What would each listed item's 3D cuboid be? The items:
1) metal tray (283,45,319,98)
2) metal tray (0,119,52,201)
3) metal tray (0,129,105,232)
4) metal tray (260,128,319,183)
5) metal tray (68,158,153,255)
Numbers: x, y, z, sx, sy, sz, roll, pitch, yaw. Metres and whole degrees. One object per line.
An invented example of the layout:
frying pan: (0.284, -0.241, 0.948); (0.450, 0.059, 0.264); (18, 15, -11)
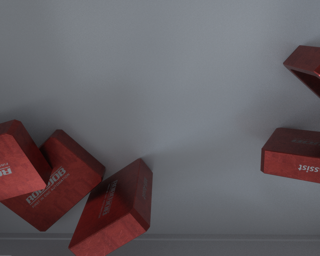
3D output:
metal tray: (0.215, -0.041, 0.361); (0.130, 0.090, 0.030); (38, 103, -12)
metal tray: (-0.215, 0.049, 0.380); (0.131, 0.030, 0.090); (-16, 123, 5)
metal tray: (-0.153, 0.076, 0.434); (0.130, 0.030, 0.090); (-42, 106, 13)
metal tray: (0.195, 0.033, 0.362); (0.130, 0.091, 0.030); (8, 110, 30)
metal tray: (-0.055, 0.098, 0.390); (0.090, 0.130, 0.030); (-33, 106, 11)
